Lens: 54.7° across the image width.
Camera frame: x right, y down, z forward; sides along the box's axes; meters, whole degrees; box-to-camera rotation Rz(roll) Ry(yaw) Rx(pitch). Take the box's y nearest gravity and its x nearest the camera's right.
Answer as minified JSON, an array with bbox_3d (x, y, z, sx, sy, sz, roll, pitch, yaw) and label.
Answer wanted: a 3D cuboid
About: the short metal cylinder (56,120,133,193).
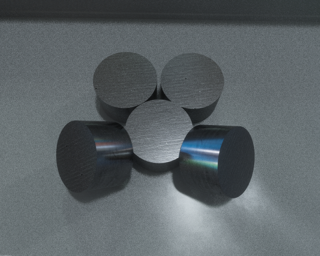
[{"bbox_3d":[-0.077,0.032,0.360,0.050,0.080,0.080,1,62,-48],"label":"short metal cylinder"}]

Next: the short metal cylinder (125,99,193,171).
[{"bbox_3d":[-0.001,0.011,0.389,0.081,0.050,0.080,0,70,0],"label":"short metal cylinder"}]

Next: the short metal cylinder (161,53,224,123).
[{"bbox_3d":[0.041,-0.052,0.415,0.081,0.050,0.080,0,70,0],"label":"short metal cylinder"}]

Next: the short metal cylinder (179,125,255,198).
[{"bbox_3d":[0.068,0.037,0.359,0.050,0.080,0.080,3,64,43],"label":"short metal cylinder"}]

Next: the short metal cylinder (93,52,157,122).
[{"bbox_3d":[-0.044,-0.053,0.413,0.081,0.050,0.080,0,70,0],"label":"short metal cylinder"}]
